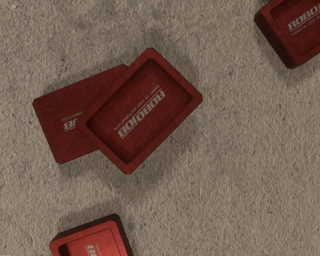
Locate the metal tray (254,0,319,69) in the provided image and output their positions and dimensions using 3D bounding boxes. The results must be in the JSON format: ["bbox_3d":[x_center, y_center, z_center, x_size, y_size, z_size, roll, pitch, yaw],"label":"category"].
[{"bbox_3d":[0.205,-0.151,0.410,0.130,0.030,0.090,-35,90,-1],"label":"metal tray"}]

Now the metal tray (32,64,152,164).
[{"bbox_3d":[-0.086,-0.018,0.406,0.131,0.030,0.090,-22,90,-1],"label":"metal tray"}]

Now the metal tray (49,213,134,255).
[{"bbox_3d":[-0.078,0.190,0.406,0.090,0.030,0.129,-20,90,-1],"label":"metal tray"}]

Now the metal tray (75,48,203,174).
[{"bbox_3d":[-0.024,-0.020,0.376,0.090,0.030,0.130,44,89,-1],"label":"metal tray"}]
